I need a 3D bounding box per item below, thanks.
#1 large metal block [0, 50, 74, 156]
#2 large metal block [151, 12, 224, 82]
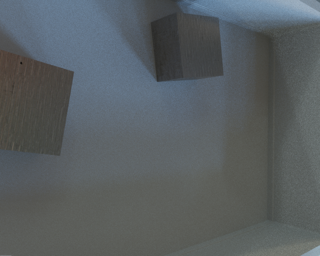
[{"bbox_3d":[-0.133,-0.021,0.280,0.081,0.050,0.080,13,82,-40],"label":"large metal block"},{"bbox_3d":[0.039,-0.108,0.425,0.081,0.050,0.079,-11,97,-40],"label":"large metal block"}]
